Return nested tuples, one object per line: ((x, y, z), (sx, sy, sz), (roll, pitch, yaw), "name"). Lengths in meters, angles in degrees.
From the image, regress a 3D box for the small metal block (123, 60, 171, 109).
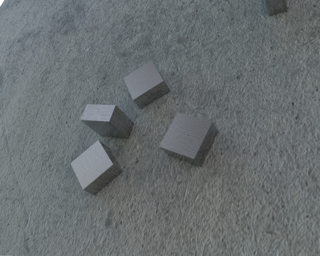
((-0.020, -0.064, 0.453), (0.050, 0.025, 0.050), (-31, 52, 8), "small metal block")

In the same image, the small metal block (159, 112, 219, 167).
((0.035, 0.013, 0.377), (0.050, 0.025, 0.050), (17, 71, 35), "small metal block")

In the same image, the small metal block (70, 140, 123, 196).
((-0.085, 0.053, 0.416), (0.050, 0.025, 0.050), (-40, 51, 1), "small metal block")

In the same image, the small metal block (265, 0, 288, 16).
((0.156, -0.193, 0.424), (0.025, 0.050, 0.050), (-9, 58, 24), "small metal block")

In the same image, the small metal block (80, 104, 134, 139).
((-0.073, -0.009, 0.431), (0.050, 0.050, 0.025), (4, 64, 30), "small metal block")
